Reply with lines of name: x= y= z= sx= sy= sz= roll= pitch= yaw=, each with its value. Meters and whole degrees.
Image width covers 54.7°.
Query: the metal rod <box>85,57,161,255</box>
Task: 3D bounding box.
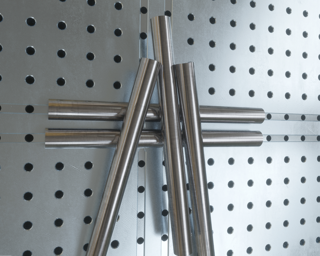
metal rod: x=-0.052 y=0.063 z=0.375 sx=0.025 sy=0.025 sz=0.298 roll=15 pitch=92 yaw=-20

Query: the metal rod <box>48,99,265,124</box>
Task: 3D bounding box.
metal rod: x=0.010 y=-0.020 z=0.418 sx=0.303 sy=0.025 sz=0.025 roll=1 pitch=90 yaw=-21

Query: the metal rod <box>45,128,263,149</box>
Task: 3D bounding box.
metal rod: x=0.007 y=0.014 z=0.417 sx=0.303 sy=0.025 sz=0.025 roll=1 pitch=90 yaw=-21

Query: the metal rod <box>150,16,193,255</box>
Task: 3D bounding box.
metal rod: x=0.015 y=0.012 z=0.393 sx=0.025 sy=0.025 sz=0.298 roll=-7 pitch=93 yaw=-20

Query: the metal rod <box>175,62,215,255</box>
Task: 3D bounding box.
metal rod: x=0.050 y=0.065 z=0.412 sx=0.025 sy=0.025 sz=0.298 roll=-11 pitch=101 yaw=-20
